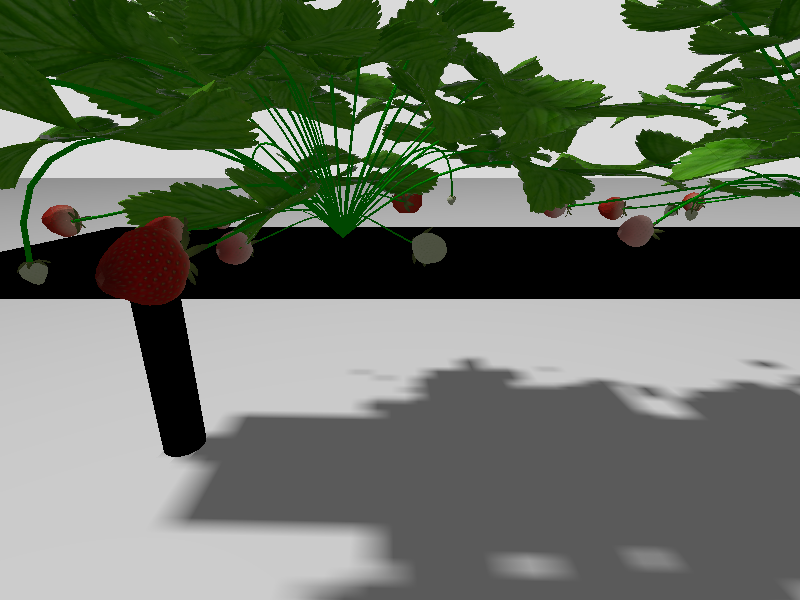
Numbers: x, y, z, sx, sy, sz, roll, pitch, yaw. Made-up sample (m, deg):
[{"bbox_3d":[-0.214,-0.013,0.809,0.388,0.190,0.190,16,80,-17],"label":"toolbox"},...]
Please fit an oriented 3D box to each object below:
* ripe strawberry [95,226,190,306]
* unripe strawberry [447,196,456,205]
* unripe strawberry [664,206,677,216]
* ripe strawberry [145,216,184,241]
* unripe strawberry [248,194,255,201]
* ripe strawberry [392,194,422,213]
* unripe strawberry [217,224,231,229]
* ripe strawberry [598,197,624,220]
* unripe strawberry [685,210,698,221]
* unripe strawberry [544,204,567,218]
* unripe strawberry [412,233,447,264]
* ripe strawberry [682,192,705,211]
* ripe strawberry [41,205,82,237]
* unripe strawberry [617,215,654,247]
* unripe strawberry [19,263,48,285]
[{"bbox_3d":[-0.113,-0.014,0.174,0.034,0.036,0.037,6,20,18],"label":"ripe strawberry"},{"bbox_3d":[0.068,-0.132,0.530,0.011,0.011,0.010,11,21,29],"label":"unripe strawberry"},{"bbox_3d":[0.328,-0.107,0.486,0.015,0.014,0.014,-9,-25,-25],"label":"unripe strawberry"},{"bbox_3d":[-0.177,-0.051,0.299,0.027,0.023,0.027,-8,20,-20],"label":"ripe strawberry"},{"bbox_3d":[-0.190,-0.133,0.518,0.010,0.011,0.011,-14,23,-35],"label":"unripe strawberry"},{"bbox_3d":[0.011,-0.128,0.513,0.039,0.033,0.039,6,19,18],"label":"ripe strawberry"},{"bbox_3d":[-0.175,-0.079,0.388,0.021,0.022,0.019,-11,13,23],"label":"unripe strawberry"},{"bbox_3d":[0.247,-0.108,0.470,0.027,0.027,0.025,14,23,38],"label":"ripe strawberry"},{"bbox_3d":[0.305,-0.089,0.420,0.011,0.011,0.011,14,23,37],"label":"unripe strawberry"},{"bbox_3d":[0.181,-0.111,0.472,0.032,0.027,0.032,10,21,30],"label":"unripe strawberry"},{"bbox_3d":[0.019,-0.032,0.248,0.022,0.019,0.022,-12,22,-31],"label":"unripe strawberry"},{"bbox_3d":[0.398,-0.134,0.547,0.025,0.026,0.027,0,18,-1],"label":"ripe strawberry"},{"bbox_3d":[-0.301,-0.070,0.354,0.029,0.028,0.027,0,18,2],"label":"ripe strawberry"},{"bbox_3d":[0.179,-0.053,0.307,0.025,0.024,0.023,-5,19,-10],"label":"unripe strawberry"},{"bbox_3d":[-0.161,-0.012,0.176,0.011,0.010,0.010,11,21,30],"label":"unripe strawberry"}]
